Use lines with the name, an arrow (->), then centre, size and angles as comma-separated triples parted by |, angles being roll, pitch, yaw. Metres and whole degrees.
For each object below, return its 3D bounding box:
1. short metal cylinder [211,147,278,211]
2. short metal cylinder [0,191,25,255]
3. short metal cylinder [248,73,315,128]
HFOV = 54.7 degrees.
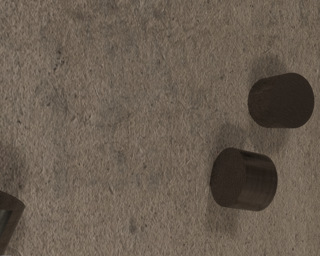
short metal cylinder -> 0.112, 0.070, 0.423 | 0.050, 0.080, 0.080 | 13, 86, -20
short metal cylinder -> -0.187, 0.091, 0.311 | 0.080, 0.080, 0.050 | 25, 82, -19
short metal cylinder -> 0.181, -0.039, 0.464 | 0.081, 0.050, 0.079 | 0, 90, -21
